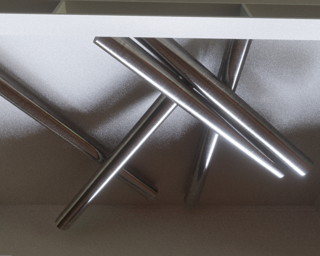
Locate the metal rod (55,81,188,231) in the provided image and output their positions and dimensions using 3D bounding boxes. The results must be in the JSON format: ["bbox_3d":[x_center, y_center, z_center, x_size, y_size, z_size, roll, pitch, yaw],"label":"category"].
[{"bbox_3d":[-0.056,0.042,0.415,0.025,0.025,0.299,31,115,-24],"label":"metal rod"}]

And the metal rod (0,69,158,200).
[{"bbox_3d":[-0.108,0.017,0.422,0.025,0.025,0.300,-33,124,24],"label":"metal rod"}]

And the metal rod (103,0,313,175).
[{"bbox_3d":[0.067,-0.037,0.346,0.301,0.025,0.025,37,121,-17],"label":"metal rod"}]

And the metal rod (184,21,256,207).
[{"bbox_3d":[0.069,0.007,0.416,0.025,0.025,0.298,5,130,-5],"label":"metal rod"}]

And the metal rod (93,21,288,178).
[{"bbox_3d":[0.055,-0.016,0.360,0.301,0.025,0.025,34,122,-27],"label":"metal rod"}]
